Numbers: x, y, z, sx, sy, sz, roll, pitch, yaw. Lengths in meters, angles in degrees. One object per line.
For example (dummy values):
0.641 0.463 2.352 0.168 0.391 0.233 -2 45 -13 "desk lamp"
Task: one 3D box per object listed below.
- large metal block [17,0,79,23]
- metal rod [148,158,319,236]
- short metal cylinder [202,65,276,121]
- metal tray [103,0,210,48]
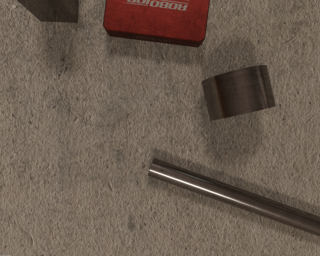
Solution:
-0.135 -0.183 0.381 0.050 0.080 0.079 2 90 0 "large metal block"
0.130 0.102 0.411 0.302 0.025 0.025 20 90 -1 "metal rod"
0.097 -0.042 0.384 0.080 0.080 0.050 -13 90 0 "short metal cylinder"
-0.003 -0.161 0.407 0.131 0.030 0.089 7 90 -1 "metal tray"
